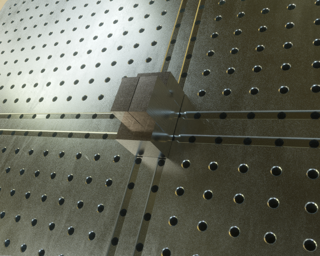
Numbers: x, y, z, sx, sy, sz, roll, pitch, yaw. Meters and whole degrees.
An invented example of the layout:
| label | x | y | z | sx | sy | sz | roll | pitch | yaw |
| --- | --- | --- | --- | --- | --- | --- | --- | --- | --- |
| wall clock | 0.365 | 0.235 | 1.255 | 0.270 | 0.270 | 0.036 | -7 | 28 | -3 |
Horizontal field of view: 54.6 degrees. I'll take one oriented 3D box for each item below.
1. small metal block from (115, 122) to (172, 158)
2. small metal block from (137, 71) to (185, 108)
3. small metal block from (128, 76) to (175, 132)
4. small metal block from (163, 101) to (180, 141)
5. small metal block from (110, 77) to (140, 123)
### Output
| label | x | y | z | sx | sy | sz | roll | pitch | yaw |
| --- | --- | --- | --- | --- | --- | --- | --- | --- | --- |
| small metal block | -0.020 | 0.015 | 0.394 | 0.050 | 0.050 | 0.025 | 2 | 62 | 29 |
| small metal block | -0.001 | -0.051 | 0.424 | 0.050 | 0.050 | 0.025 | 2 | 63 | 29 |
| small metal block | -0.009 | -0.029 | 0.383 | 0.025 | 0.050 | 0.050 | 1 | 62 | 30 |
| small metal block | -0.005 | -0.012 | 0.419 | 0.050 | 0.025 | 0.050 | 1 | 62 | 30 |
| small metal block | -0.032 | -0.030 | 0.396 | 0.025 | 0.050 | 0.050 | 2 | 63 | 29 |
